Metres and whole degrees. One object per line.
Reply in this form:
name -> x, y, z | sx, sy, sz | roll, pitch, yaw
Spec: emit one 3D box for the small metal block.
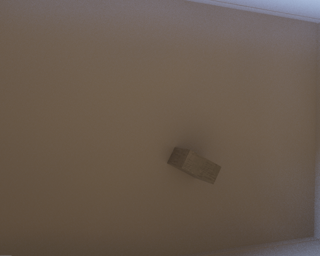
small metal block -> 0.045, 0.049, 0.413 | 0.050, 0.050, 0.025 | 29, 81, -18
